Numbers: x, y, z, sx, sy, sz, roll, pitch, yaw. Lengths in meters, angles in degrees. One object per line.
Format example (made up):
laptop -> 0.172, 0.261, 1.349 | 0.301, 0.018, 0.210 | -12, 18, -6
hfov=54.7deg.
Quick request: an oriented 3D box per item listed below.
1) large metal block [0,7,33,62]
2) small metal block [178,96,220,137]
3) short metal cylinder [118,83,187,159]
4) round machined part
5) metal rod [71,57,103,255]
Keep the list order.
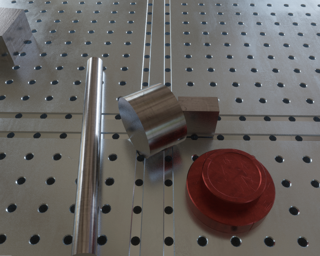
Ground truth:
large metal block -> -0.277, -0.160, 0.522 | 0.080, 0.050, 0.080 | 6, 50, 4
small metal block -> 0.048, -0.014, 0.404 | 0.050, 0.050, 0.025 | 1, 50, 0
short metal cylinder -> -0.010, -0.009, 0.380 | 0.050, 0.080, 0.080 | -25, 55, -19
round machined part -> 0.079, 0.062, 0.346 | 0.099, 0.042, 0.098 | 0, 50, 0
metal rod -> -0.088, 0.011, 0.396 | 0.025, 0.025, 0.300 | -4, 50, -4
